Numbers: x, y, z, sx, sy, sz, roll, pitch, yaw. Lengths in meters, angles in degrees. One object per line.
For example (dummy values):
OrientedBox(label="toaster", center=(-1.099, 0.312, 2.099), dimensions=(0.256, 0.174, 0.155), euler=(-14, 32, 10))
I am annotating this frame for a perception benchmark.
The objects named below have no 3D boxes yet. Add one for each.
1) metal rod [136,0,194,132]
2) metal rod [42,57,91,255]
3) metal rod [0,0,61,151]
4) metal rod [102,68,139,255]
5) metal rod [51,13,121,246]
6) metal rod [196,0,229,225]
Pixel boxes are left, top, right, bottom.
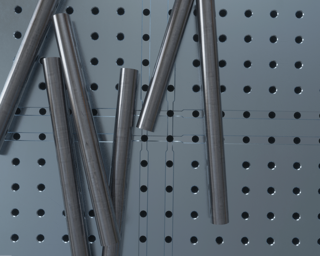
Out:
OrientedBox(label="metal rod", center=(0.024, -0.141, 0.413), dimensions=(0.025, 0.025, 0.299), euler=(17, 90, 0))
OrientedBox(label="metal rod", center=(-0.122, 0.057, 0.412), dimensions=(0.025, 0.025, 0.298), euler=(-9, 90, 0))
OrientedBox(label="metal rod", center=(-0.173, -0.105, 0.412), dimensions=(0.025, 0.025, 0.299), euler=(22, 90, 0))
OrientedBox(label="metal rod", center=(-0.055, 0.071, 0.413), dimensions=(0.025, 0.025, 0.298), euler=(6, 90, 0))
OrientedBox(label="metal rod", center=(-0.096, -0.002, 0.399), dimensions=(0.025, 0.025, 0.299), euler=(-14, 85, 0))
OrientedBox(label="metal rod", center=(0.070, -0.024, 0.413), dimensions=(0.025, 0.025, 0.298), euler=(-4, 90, 0))
